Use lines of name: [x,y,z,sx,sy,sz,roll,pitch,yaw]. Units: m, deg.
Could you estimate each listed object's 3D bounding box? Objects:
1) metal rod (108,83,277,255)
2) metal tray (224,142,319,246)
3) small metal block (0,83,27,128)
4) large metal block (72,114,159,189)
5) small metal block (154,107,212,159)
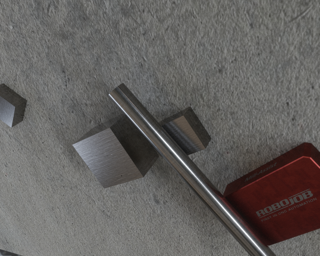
metal rod: [0.045,0.065,0.385,0.300,0.025,0.025,48,129,-3]
metal tray: [0.152,0.085,0.376,0.090,0.030,0.129,45,129,-4]
small metal block: [-0.254,-0.037,0.514,0.050,0.025,0.050,35,129,4]
large metal block: [-0.062,0.032,0.442,0.080,0.050,0.080,-22,107,36]
small metal block: [0.029,0.008,0.396,0.050,0.025,0.050,-25,105,36]
